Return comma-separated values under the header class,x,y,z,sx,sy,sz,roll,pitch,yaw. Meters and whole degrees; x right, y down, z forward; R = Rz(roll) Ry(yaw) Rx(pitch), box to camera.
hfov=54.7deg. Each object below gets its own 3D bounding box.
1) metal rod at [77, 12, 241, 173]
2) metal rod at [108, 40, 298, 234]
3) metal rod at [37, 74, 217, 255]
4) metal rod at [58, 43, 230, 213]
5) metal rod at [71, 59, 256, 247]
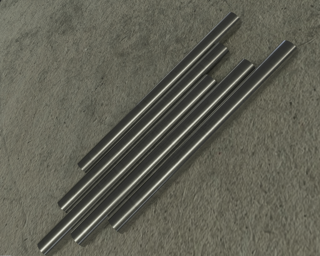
class,x,y,z,sx,sy,sz,roll,pitch,yaw
metal rod,0.002,-0.050,0.434,0.300,0.025,0.025,-45,51,-4
metal rod,0.054,0.008,0.371,0.300,0.025,0.025,-45,51,-4
metal rod,-0.037,0.045,0.396,0.300,0.025,0.025,-45,51,-4
metal rod,-0.019,-0.002,0.415,0.300,0.025,0.025,-45,51,-4
metal rod,0.007,0.028,0.383,0.300,0.025,0.025,-45,51,-4
